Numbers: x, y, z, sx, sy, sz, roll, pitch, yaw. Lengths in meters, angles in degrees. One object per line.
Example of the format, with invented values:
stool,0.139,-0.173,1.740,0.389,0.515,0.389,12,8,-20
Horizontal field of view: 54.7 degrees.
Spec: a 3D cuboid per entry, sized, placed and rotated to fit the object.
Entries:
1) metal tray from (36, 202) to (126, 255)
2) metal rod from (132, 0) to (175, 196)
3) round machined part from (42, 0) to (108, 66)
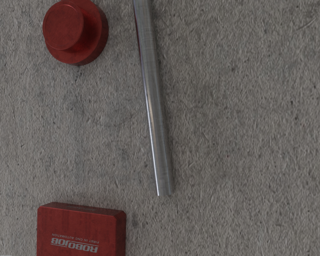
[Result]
metal tray,-0.115,0.161,0.447,0.130,0.030,0.089,2,91,19
metal rod,-0.011,-0.062,0.412,0.025,0.025,0.298,-8,87,20
round machined part,-0.128,-0.142,0.445,0.098,0.042,0.097,0,90,20
